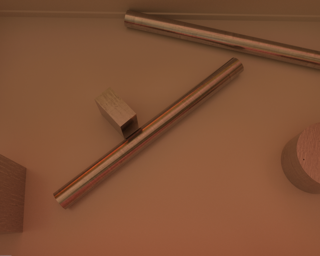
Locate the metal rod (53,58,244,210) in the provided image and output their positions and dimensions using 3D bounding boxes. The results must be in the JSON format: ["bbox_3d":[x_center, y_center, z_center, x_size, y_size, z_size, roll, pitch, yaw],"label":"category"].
[{"bbox_3d":[-0.005,-0.001,0.409,0.301,0.025,0.025,-38,75,-13],"label":"metal rod"}]

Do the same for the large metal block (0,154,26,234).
[{"bbox_3d":[-0.195,0.078,0.350,0.050,0.080,0.080,-5,70,-2],"label":"large metal block"}]

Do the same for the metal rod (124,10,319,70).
[{"bbox_3d":[0.096,-0.131,0.458,0.302,0.025,0.025,14,71,4],"label":"metal rod"}]

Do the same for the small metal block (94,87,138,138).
[{"bbox_3d":[-0.055,-0.018,0.402,0.025,0.050,0.050,-41,75,-13],"label":"small metal block"}]

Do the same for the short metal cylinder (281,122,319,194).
[{"bbox_3d":[0.200,0.038,0.385,0.081,0.050,0.080,0,70,-1],"label":"short metal cylinder"}]
